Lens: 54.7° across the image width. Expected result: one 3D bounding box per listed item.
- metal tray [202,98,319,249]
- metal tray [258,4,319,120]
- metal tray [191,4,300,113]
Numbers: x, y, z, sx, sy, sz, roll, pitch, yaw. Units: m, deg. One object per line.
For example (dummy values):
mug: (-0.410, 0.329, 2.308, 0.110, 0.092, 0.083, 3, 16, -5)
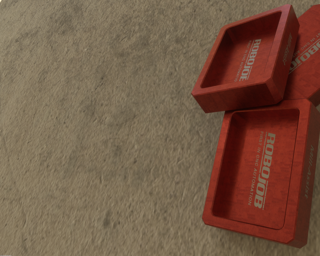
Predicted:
metal tray: (0.098, 0.038, 0.301, 0.090, 0.030, 0.130, -2, 66, 44)
metal tray: (0.169, -0.077, 0.359, 0.130, 0.030, 0.090, -40, 51, 0)
metal tray: (0.098, -0.078, 0.349, 0.090, 0.030, 0.130, -6, 46, 41)
